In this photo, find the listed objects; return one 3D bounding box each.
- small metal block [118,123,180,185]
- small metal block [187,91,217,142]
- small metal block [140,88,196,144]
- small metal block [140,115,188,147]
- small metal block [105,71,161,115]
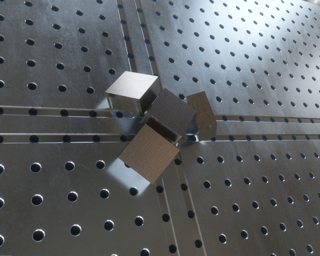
[{"bbox_3d":[-0.013,0.030,0.366,0.050,0.025,0.050,38,88,-2],"label":"small metal block"},{"bbox_3d":[0.058,-0.015,0.428,0.025,0.050,0.050,-17,67,0],"label":"small metal block"},{"bbox_3d":[0.011,-0.015,0.390,0.050,0.025,0.050,36,51,-5],"label":"small metal block"},{"bbox_3d":[0.004,-0.003,0.412,0.050,0.025,0.050,1,64,-27],"label":"small metal block"},{"bbox_3d":[-0.034,-0.047,0.402,0.050,0.025,0.050,14,47,24],"label":"small metal block"}]
